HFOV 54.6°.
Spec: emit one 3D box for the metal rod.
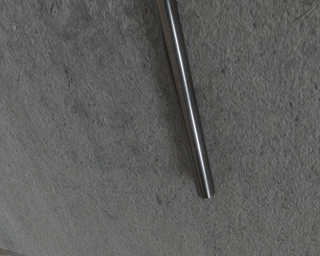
[{"bbox_3d":[0.029,-0.042,0.366,0.025,0.025,0.299,-1,118,28],"label":"metal rod"}]
